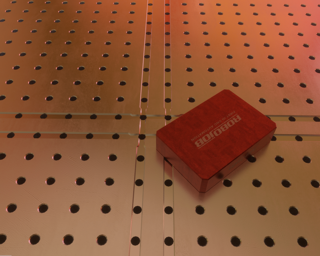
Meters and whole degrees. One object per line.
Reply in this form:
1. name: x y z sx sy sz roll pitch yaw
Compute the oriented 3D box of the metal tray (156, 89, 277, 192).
1. metal tray: 0.071 0.010 0.397 0.131 0.030 0.090 -32 57 -24
